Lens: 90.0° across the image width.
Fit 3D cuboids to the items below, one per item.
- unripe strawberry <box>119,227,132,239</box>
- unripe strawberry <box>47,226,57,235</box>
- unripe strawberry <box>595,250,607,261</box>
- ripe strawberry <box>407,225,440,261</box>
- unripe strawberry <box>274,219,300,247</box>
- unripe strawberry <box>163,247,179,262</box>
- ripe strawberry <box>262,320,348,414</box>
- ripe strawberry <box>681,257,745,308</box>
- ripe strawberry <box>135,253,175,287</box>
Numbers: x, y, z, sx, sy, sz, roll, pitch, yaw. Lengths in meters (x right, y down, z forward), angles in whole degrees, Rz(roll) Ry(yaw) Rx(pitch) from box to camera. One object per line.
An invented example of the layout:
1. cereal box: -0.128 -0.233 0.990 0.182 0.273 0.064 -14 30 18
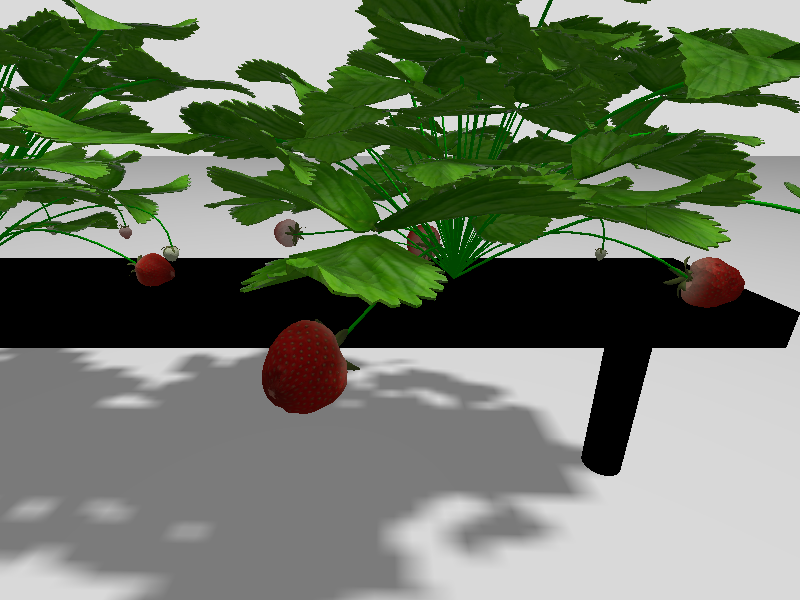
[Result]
1. unripe strawberry: -0.354 -0.086 0.518 0.014 0.015 0.015 6 22 15
2. unripe strawberry: -0.454 -0.091 0.523 0.012 0.012 0.012 -7 22 -16
3. unripe strawberry: 0.210 -0.047 0.420 0.011 0.012 0.011 -8 23 -18
4. ripe strawberry: 0.023 -0.061 0.426 0.037 0.039 0.040 -8 22 -20
5. unripe strawberry: -0.134 -0.080 0.474 0.031 0.032 0.029 13 25 31
6. unripe strawberry: -0.241 -0.048 0.422 0.015 0.015 0.014 -8 23 -19
7. ripe strawberry: -0.044 0.032 0.180 0.036 0.041 0.040 10 24 24
8. ripe strawberry: 0.229 -0.011 0.293 0.037 0.038 0.034 19 26 16
9. ripe strawberry: -0.210 -0.025 0.345 0.030 0.029 0.027 11 22 2
